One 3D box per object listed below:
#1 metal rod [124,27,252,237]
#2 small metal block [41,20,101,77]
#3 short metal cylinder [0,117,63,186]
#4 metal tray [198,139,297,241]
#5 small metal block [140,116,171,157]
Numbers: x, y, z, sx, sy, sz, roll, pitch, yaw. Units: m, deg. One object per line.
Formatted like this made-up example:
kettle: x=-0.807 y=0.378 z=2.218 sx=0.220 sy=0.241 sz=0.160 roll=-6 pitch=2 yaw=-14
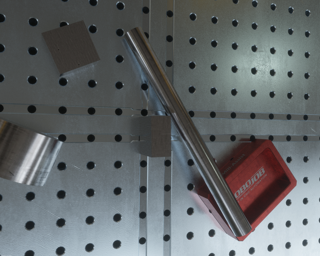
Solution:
metal rod: x=0.037 y=0.007 z=0.405 sx=0.025 sy=0.025 sz=0.299 roll=-30 pitch=92 yaw=-18
small metal block: x=-0.107 y=-0.095 z=0.373 sx=0.050 sy=0.025 sz=0.050 roll=-25 pitch=99 yaw=-18
short metal cylinder: x=-0.151 y=0.023 z=0.328 sx=0.080 sy=0.080 sz=0.050 roll=24 pitch=82 yaw=-19
metal tray: x=0.132 y=0.088 z=0.458 sx=0.131 sy=0.030 sz=0.090 roll=-39 pitch=103 yaw=-16
small metal block: x=-0.007 y=0.010 z=0.397 sx=0.025 sy=0.050 sz=0.050 roll=-1 pitch=91 yaw=-20
